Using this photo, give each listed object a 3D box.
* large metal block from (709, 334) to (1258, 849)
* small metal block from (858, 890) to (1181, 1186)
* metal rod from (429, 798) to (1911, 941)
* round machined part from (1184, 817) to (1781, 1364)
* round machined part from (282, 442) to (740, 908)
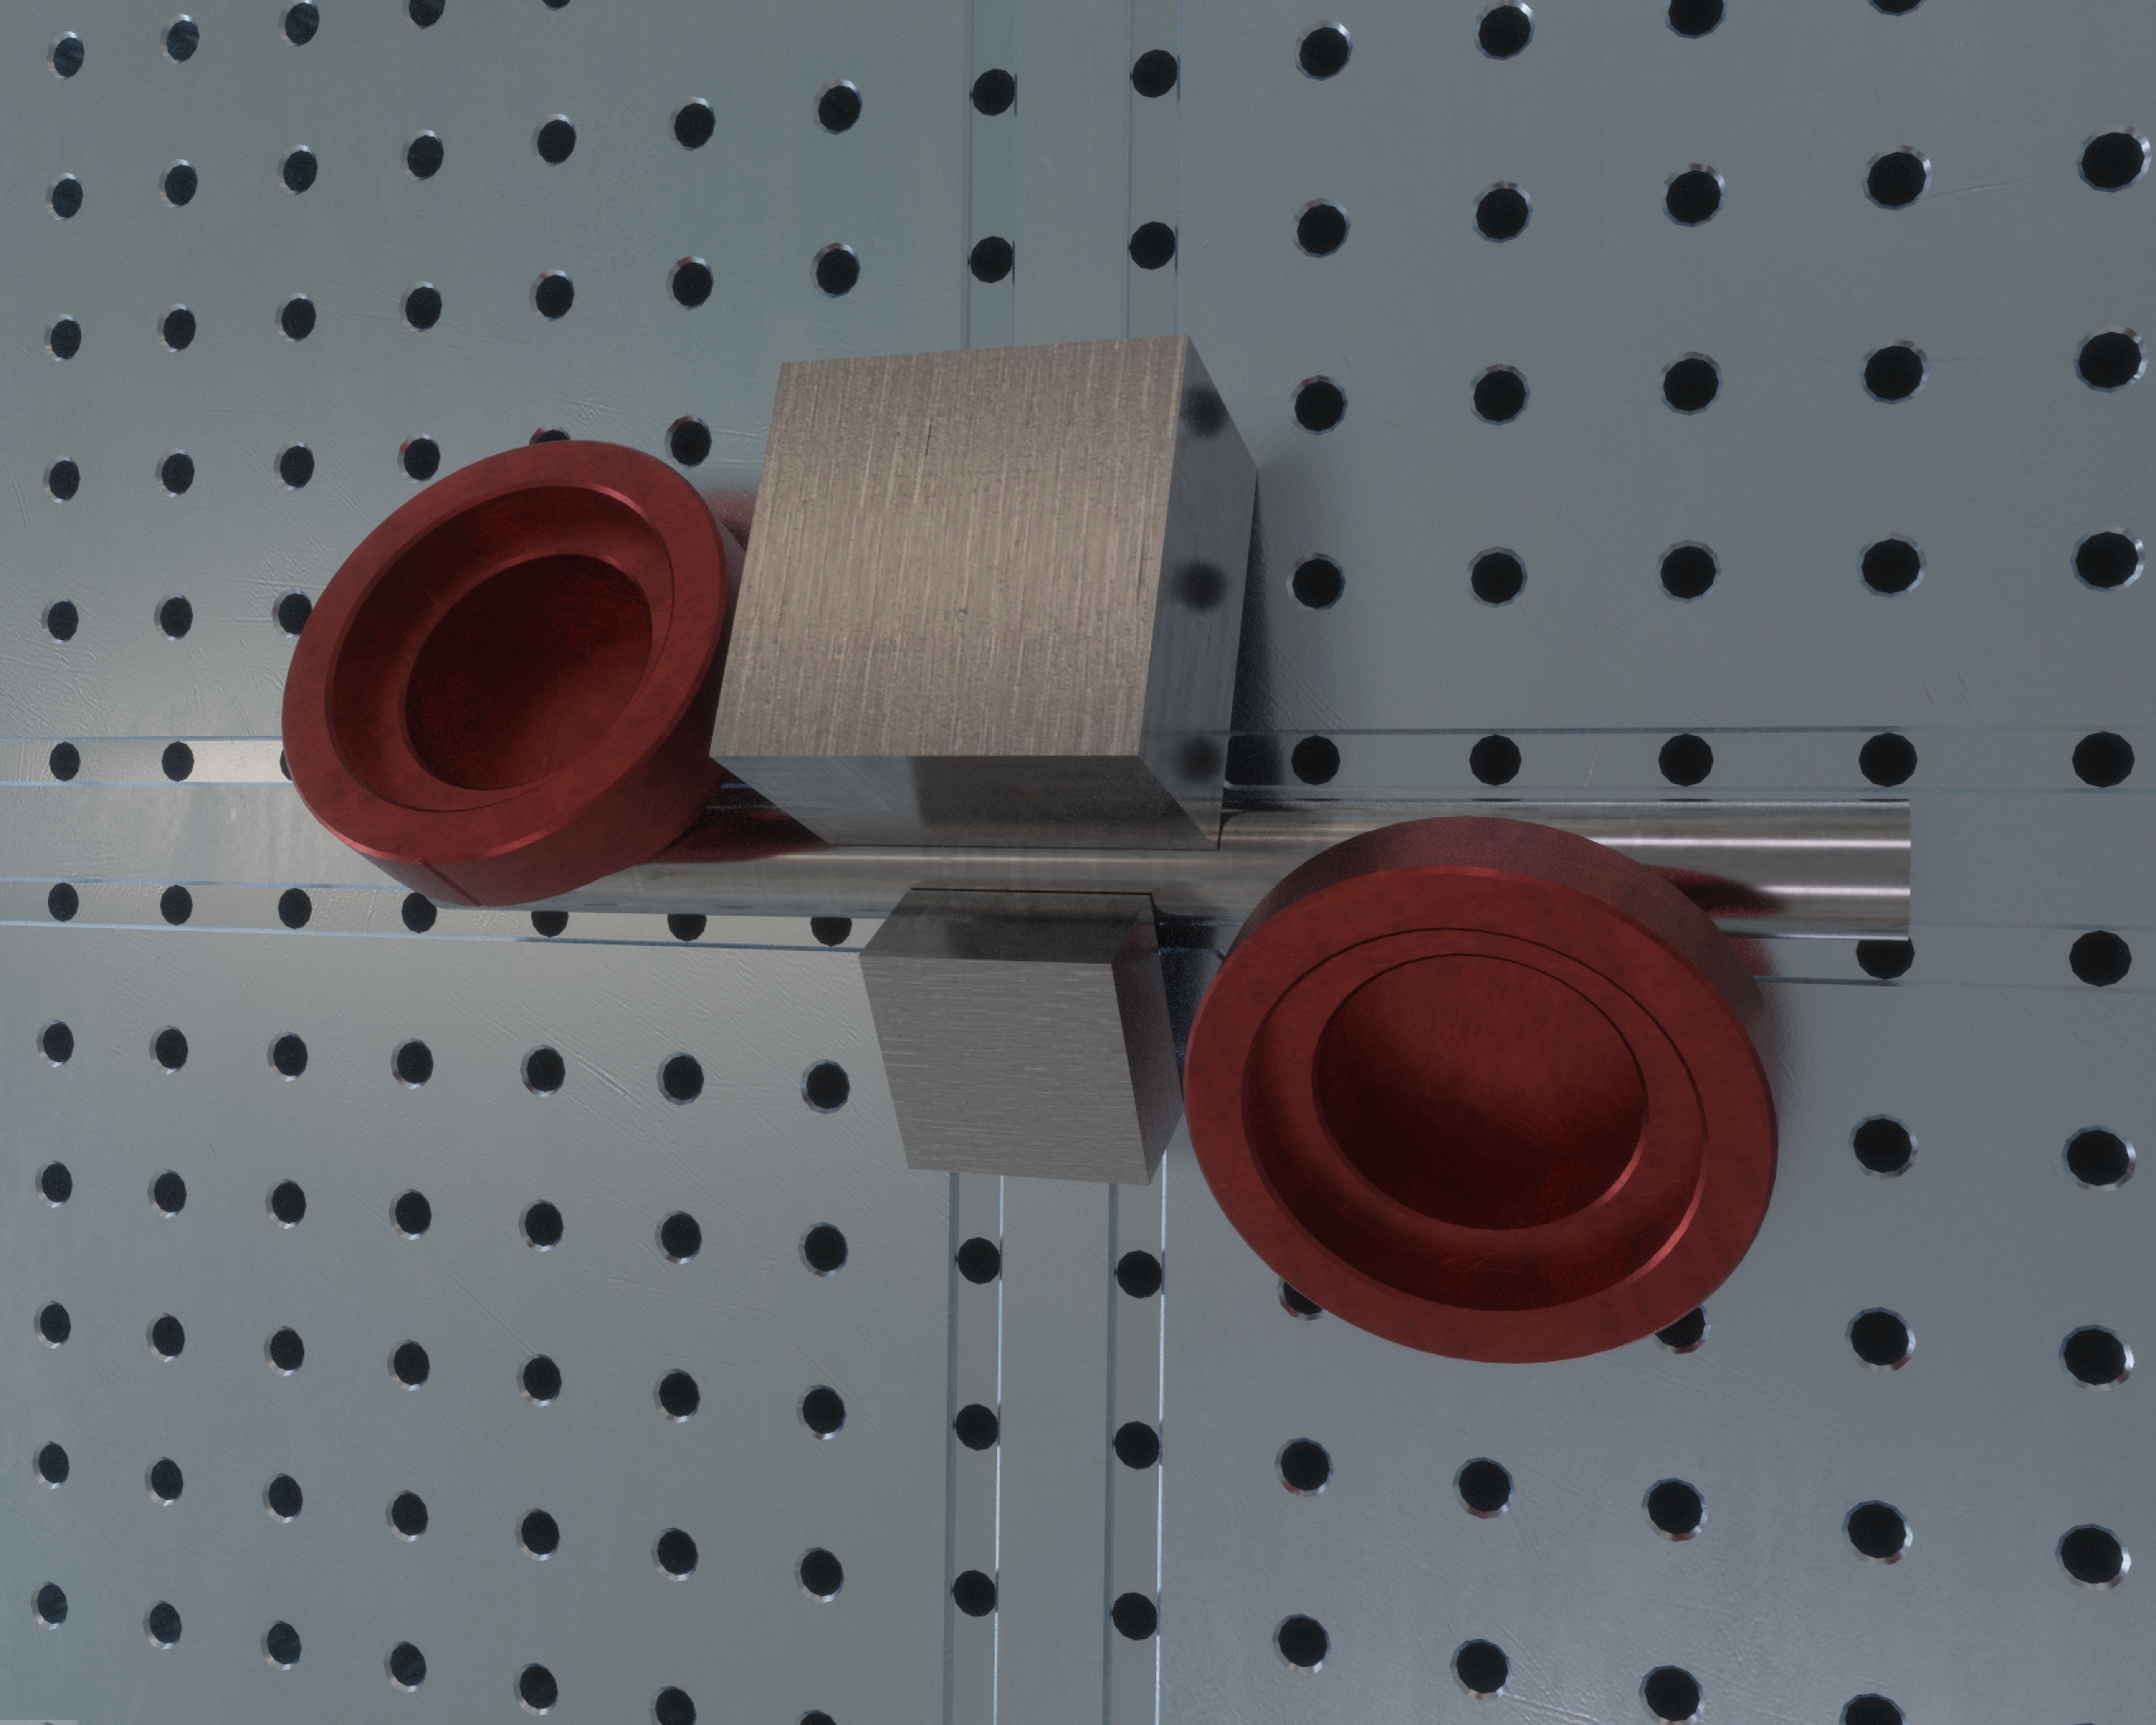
[{"bbox_3d":[-0.015,-0.049,0.393,0.080,0.050,0.080,1,72,20],"label":"large metal block"},{"bbox_3d":[-0.010,0.034,0.406,0.050,0.025,0.050,1,119,20],"label":"small metal block"},{"bbox_3d":[0.002,0.000,0.412,0.301,0.025,0.025,1,90,19],"label":"metal rod"},{"bbox_3d":[0.071,0.036,0.365,0.098,0.042,0.097,8,118,16],"label":"round machined part"},{"bbox_3d":[-0.108,-0.035,0.428,0.098,0.042,0.098,-8,62,15],"label":"round machined part"}]
